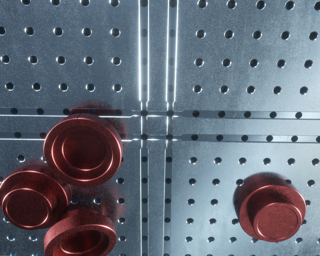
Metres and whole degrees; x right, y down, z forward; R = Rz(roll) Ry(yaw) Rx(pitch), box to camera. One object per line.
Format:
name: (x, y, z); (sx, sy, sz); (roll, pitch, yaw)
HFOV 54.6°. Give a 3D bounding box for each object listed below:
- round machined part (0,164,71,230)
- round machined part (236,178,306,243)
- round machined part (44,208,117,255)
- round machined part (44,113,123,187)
round machined part: (-0.181, 0.105, 0.442); (0.099, 0.042, 0.097); (0, 110, 0)
round machined part: (0.164, 0.126, 0.452); (0.099, 0.042, 0.097); (0, 110, 0)
round machined part: (-0.115, 0.154, 0.447); (0.099, 0.042, 0.097); (-12, 130, -15)
round machined part: (-0.098, 0.026, 0.413); (0.099, 0.042, 0.097); (0, 110, 0)
